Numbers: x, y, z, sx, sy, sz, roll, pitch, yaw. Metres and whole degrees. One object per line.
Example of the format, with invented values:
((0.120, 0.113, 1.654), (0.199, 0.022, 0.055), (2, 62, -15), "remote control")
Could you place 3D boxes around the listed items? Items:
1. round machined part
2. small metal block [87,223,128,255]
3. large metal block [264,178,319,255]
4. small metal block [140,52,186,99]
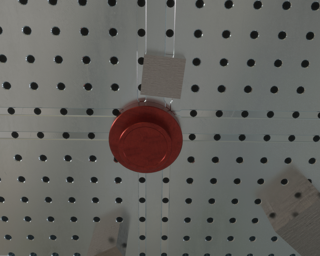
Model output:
((-0.019, 0.018, 0.411), (0.099, 0.042, 0.097), (0, 110, -1), "round machined part")
((-0.078, 0.178, 0.465), (0.050, 0.050, 0.025), (-26, 108, 9), "small metal block")
((0.217, 0.135, 0.453), (0.080, 0.050, 0.080), (43, 104, -15), "large metal block")
((0.003, -0.066, 0.389), (0.050, 0.025, 0.050), (6, 110, -3), "small metal block")
